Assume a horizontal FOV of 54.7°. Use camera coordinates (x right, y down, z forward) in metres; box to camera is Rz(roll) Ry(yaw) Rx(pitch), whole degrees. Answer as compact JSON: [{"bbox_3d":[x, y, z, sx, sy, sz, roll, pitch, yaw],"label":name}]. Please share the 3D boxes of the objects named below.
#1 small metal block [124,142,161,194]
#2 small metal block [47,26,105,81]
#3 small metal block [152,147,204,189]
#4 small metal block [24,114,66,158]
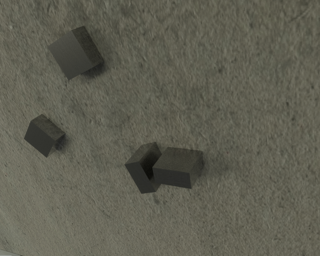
[{"bbox_3d":[-0.016,0.055,0.432,0.025,0.050,0.050,-15,111,34],"label":"small metal block"},{"bbox_3d":[-0.109,-0.097,0.403,0.050,0.025,0.050,-18,109,34],"label":"small metal block"},{"bbox_3d":[0.025,0.051,0.408,0.050,0.050,0.025,5,121,25],"label":"small metal block"},{"bbox_3d":[-0.192,0.013,0.513,0.050,0.025,0.050,40,129,0],"label":"small metal block"}]
